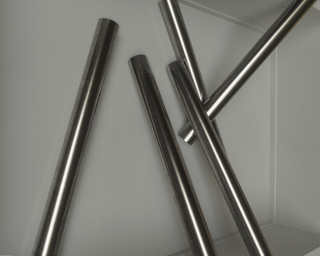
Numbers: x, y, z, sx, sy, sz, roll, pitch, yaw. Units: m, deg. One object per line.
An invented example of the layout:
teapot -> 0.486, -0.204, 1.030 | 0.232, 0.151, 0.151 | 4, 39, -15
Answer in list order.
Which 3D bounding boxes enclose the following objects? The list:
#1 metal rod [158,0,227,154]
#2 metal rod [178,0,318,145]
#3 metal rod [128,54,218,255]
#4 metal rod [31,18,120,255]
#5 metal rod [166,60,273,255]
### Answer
metal rod -> 0.061, -0.039, 0.456 | 0.025, 0.025, 0.299 | -33, 111, -35
metal rod -> 0.132, -0.097, 0.427 | 0.025, 0.025, 0.299 | 38, 95, -34
metal rod -> 0.019, 0.051, 0.344 | 0.025, 0.025, 0.299 | -5, 69, -40
metal rod -> -0.092, 0.024, 0.329 | 0.025, 0.025, 0.299 | 21, 77, -38
metal rod -> 0.077, 0.048, 0.393 | 0.025, 0.025, 0.299 | -13, 74, -39
